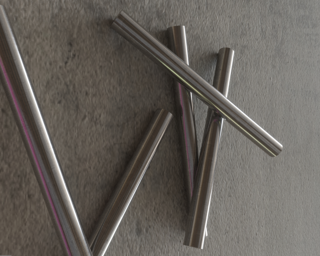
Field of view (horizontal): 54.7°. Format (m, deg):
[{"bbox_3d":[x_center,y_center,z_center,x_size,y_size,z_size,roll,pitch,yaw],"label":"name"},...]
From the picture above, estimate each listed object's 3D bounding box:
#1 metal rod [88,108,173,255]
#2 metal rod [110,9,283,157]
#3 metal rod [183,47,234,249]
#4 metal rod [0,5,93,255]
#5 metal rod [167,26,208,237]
[{"bbox_3d":[-0.057,0.106,0.358,0.025,0.025,0.300,41,65,-33],"label":"metal rod"},{"bbox_3d":[0.062,-0.048,0.418,0.301,0.025,0.025,36,67,-21],"label":"metal rod"},{"bbox_3d":[0.074,0.014,0.443,0.025,0.025,0.299,30,63,-36],"label":"metal rod"},{"bbox_3d":[-0.109,0.036,0.296,0.025,0.025,0.298,-22,99,-38],"label":"metal rod"},{"bbox_3d":[0.040,0.010,0.440,0.025,0.025,0.298,-12,98,-40],"label":"metal rod"}]
